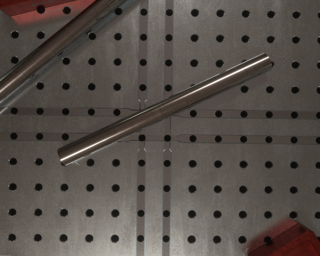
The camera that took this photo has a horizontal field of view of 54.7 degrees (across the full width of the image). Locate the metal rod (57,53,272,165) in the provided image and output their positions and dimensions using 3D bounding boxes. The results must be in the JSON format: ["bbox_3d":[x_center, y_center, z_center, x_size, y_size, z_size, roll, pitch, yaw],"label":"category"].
[{"bbox_3d":[0.007,-0.025,0.413,0.301,0.025,0.025,-25,90,-1],"label":"metal rod"}]

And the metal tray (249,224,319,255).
[{"bbox_3d":[0.191,0.208,0.413,0.090,0.030,0.130,-32,90,-1],"label":"metal tray"}]

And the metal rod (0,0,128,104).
[{"bbox_3d":[-0.131,-0.115,0.411,0.300,0.025,0.025,-39,91,-1],"label":"metal rod"}]

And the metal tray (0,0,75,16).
[{"bbox_3d":[-0.157,-0.211,0.409,0.131,0.030,0.089,-14,90,-1],"label":"metal tray"}]
